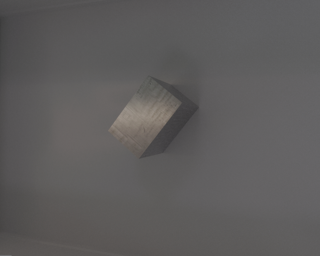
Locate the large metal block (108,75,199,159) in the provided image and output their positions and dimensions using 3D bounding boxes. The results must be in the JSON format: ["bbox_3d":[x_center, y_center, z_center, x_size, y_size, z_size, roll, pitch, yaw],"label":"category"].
[{"bbox_3d":[-0.005,-0.012,0.383,0.050,0.080,0.080,41,103,15],"label":"large metal block"}]
